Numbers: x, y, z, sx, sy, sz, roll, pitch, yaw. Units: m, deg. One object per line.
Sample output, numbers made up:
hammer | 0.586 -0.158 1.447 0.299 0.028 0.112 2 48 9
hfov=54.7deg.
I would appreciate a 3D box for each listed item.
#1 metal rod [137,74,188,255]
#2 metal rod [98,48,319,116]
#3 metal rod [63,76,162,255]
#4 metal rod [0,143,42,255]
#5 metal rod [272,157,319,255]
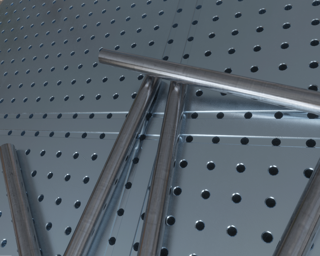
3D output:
metal rod | 0.004 0.054 0.371 0.025 0.025 0.299 -3 60 26
metal rod | 0.047 -0.065 0.395 0.301 0.025 0.025 17 71 25
metal rod | -0.060 0.051 0.406 0.025 0.025 0.300 9 66 32
metal rod | -0.187 0.130 0.424 0.025 0.025 0.300 -38 51 3
metal rod | 0.183 0.010 0.306 0.025 0.025 0.300 23 74 36
